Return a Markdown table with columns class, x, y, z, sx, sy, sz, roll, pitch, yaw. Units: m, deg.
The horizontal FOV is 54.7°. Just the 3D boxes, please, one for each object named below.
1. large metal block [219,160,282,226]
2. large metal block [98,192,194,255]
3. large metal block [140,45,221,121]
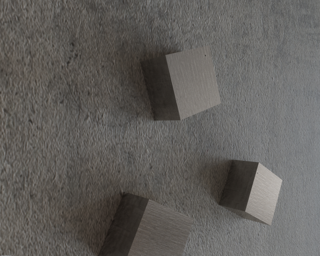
| class | x | y | z | sx | sy | sz | roll | pitch | yaw |
| --- | --- | --- | --- | --- | --- | --- | --- | --- | --- |
| large metal block | 0.153 | 0.107 | 0.516 | 0.080 | 0.050 | 0.080 | 34 | 69 | -35 |
| large metal block | -0.015 | 0.133 | 0.376 | 0.080 | 0.050 | 0.080 | 34 | 69 | -35 |
| large metal block | 0.029 | -0.060 | 0.412 | 0.081 | 0.050 | 0.080 | -23 | 105 | -38 |
